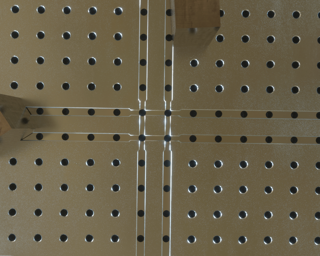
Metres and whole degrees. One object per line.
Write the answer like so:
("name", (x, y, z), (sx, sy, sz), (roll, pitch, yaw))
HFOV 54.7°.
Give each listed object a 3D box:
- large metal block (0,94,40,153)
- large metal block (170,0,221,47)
("large metal block", (-0.212, 0.001, 0.383), (0.080, 0.080, 0.050), (-33, 90, 0))
("large metal block", (0.041, -0.152, 0.386), (0.050, 0.080, 0.079), (-3, 90, 0))
